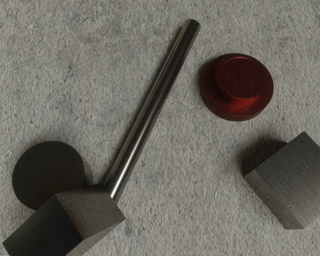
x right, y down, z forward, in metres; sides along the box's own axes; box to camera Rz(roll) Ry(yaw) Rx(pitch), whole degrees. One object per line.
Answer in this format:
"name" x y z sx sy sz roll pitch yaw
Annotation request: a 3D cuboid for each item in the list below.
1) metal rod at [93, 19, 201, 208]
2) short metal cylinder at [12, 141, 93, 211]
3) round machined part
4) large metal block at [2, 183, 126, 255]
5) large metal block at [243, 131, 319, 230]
"metal rod" -0.011 -0.026 0.417 0.025 0.025 0.300 23 71 7
"short metal cylinder" -0.125 0.061 0.371 0.081 0.050 0.080 0 70 0
"round machined part" 0.107 -0.062 0.423 0.099 0.042 0.098 0 70 -1
"large metal block" -0.096 0.107 0.324 0.080 0.080 0.050 -42 74 14
"large metal block" 0.163 0.064 0.374 0.080 0.050 0.080 -34 74 -12
